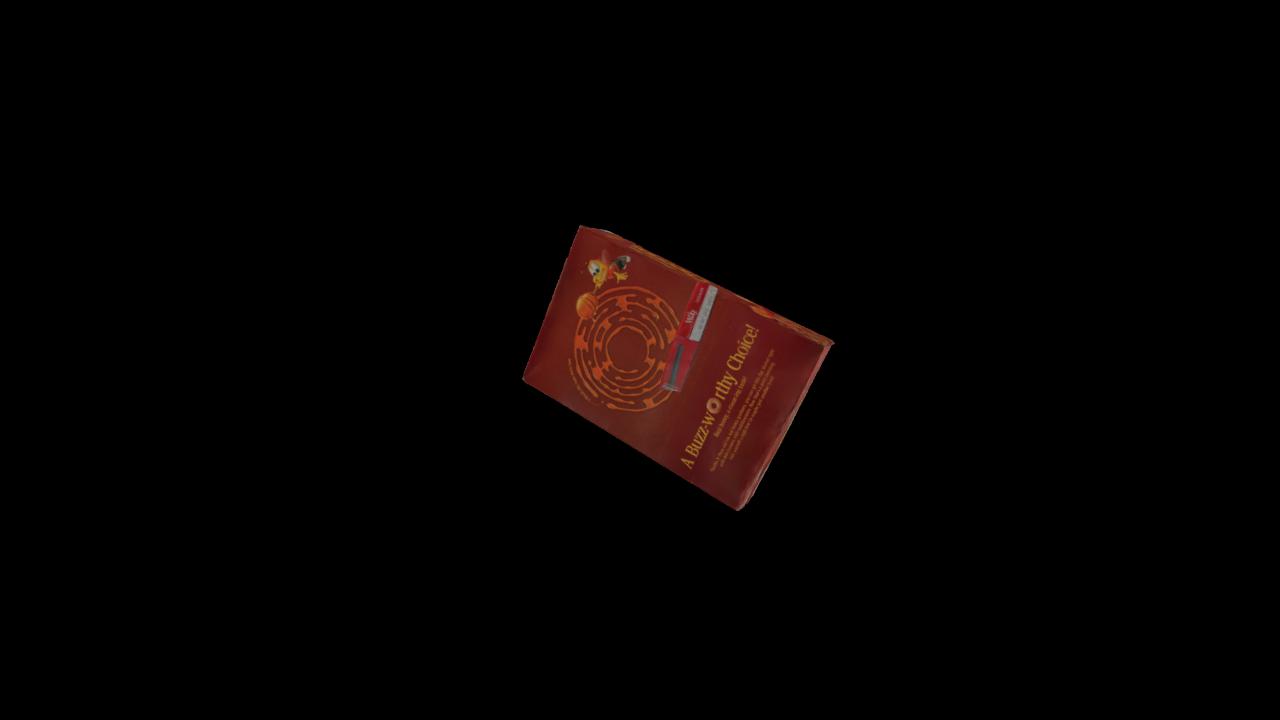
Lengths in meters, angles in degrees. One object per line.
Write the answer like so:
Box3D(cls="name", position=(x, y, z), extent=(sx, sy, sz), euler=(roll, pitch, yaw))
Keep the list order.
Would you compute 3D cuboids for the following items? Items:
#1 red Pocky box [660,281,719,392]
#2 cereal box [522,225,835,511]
Box3D(cls="red Pocky box", position=(0.046, -0.004, 0.669), extent=(0.028, 0.083, 0.155), euler=(20, -38, 4))
Box3D(cls="cereal box", position=(0.031, 0.001, 0.696), extent=(0.306, 0.203, 0.081), euler=(29, 17, 19))
